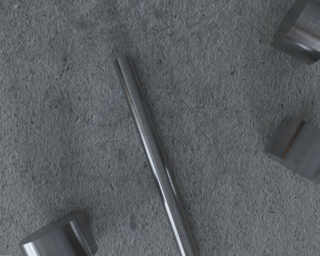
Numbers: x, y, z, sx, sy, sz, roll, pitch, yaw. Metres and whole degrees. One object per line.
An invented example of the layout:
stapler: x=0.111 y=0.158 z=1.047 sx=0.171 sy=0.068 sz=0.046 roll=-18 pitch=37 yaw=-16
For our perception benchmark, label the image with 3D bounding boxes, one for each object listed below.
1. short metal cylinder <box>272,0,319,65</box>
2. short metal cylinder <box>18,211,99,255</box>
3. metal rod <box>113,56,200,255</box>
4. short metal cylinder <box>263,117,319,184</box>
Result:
short metal cylinder: x=0.185 y=-0.126 z=0.384 sx=0.050 sy=0.080 sz=0.080 roll=28 pitch=90 yaw=0
short metal cylinder: x=-0.123 y=0.145 z=0.382 sx=0.080 sy=0.080 sz=0.050 roll=-24 pitch=90 yaw=0
metal rod: x=-0.001 y=0.051 z=0.409 sx=0.025 sy=0.025 sz=0.299 roll=-19 pitch=90 yaw=0
short metal cylinder: x=0.177 y=0.028 z=0.384 sx=0.080 sy=0.080 sz=0.050 roll=31 pitch=90 yaw=0
